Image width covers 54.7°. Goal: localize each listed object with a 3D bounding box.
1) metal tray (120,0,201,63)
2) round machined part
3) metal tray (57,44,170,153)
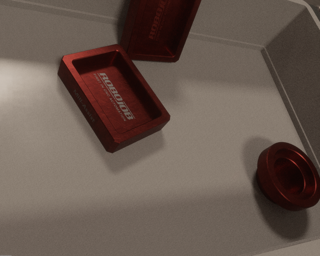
[{"bbox_3d":[0.002,-0.158,0.436,0.091,0.129,0.030,-3,43,-30],"label":"metal tray"},{"bbox_3d":[0.181,0.073,0.450,0.099,0.042,0.098,14,56,-21],"label":"round machined part"},{"bbox_3d":[-0.058,-0.042,0.397,0.091,0.030,0.130,-26,76,-37],"label":"metal tray"}]
